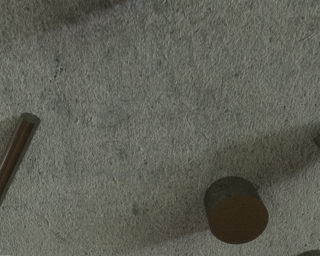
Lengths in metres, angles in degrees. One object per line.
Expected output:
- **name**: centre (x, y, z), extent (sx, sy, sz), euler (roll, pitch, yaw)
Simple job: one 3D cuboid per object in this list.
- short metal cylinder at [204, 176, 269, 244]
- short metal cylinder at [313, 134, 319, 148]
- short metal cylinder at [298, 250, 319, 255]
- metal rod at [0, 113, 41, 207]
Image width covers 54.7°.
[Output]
- **short metal cylinder**: centre (0.106, 0.116, 0.440), extent (0.081, 0.050, 0.079), euler (0, 110, 0)
- **short metal cylinder**: centre (0.245, 0.028, 0.393), extent (0.050, 0.080, 0.080), euler (-43, 105, 14)
- **short metal cylinder**: centre (0.252, 0.241, 0.488), extent (0.081, 0.050, 0.079), euler (0, 110, 0)
- **metal rod**: centre (-0.242, 0.108, 0.447), extent (0.025, 0.025, 0.298), euler (28, 107, -10)
